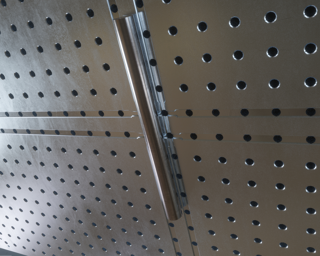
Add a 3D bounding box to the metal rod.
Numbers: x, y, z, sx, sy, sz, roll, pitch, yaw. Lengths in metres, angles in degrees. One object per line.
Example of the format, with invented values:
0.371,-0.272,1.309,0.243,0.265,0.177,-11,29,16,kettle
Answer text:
-0.010,0.004,0.417,0.025,0.025,0.298,0,119,28,metal rod
